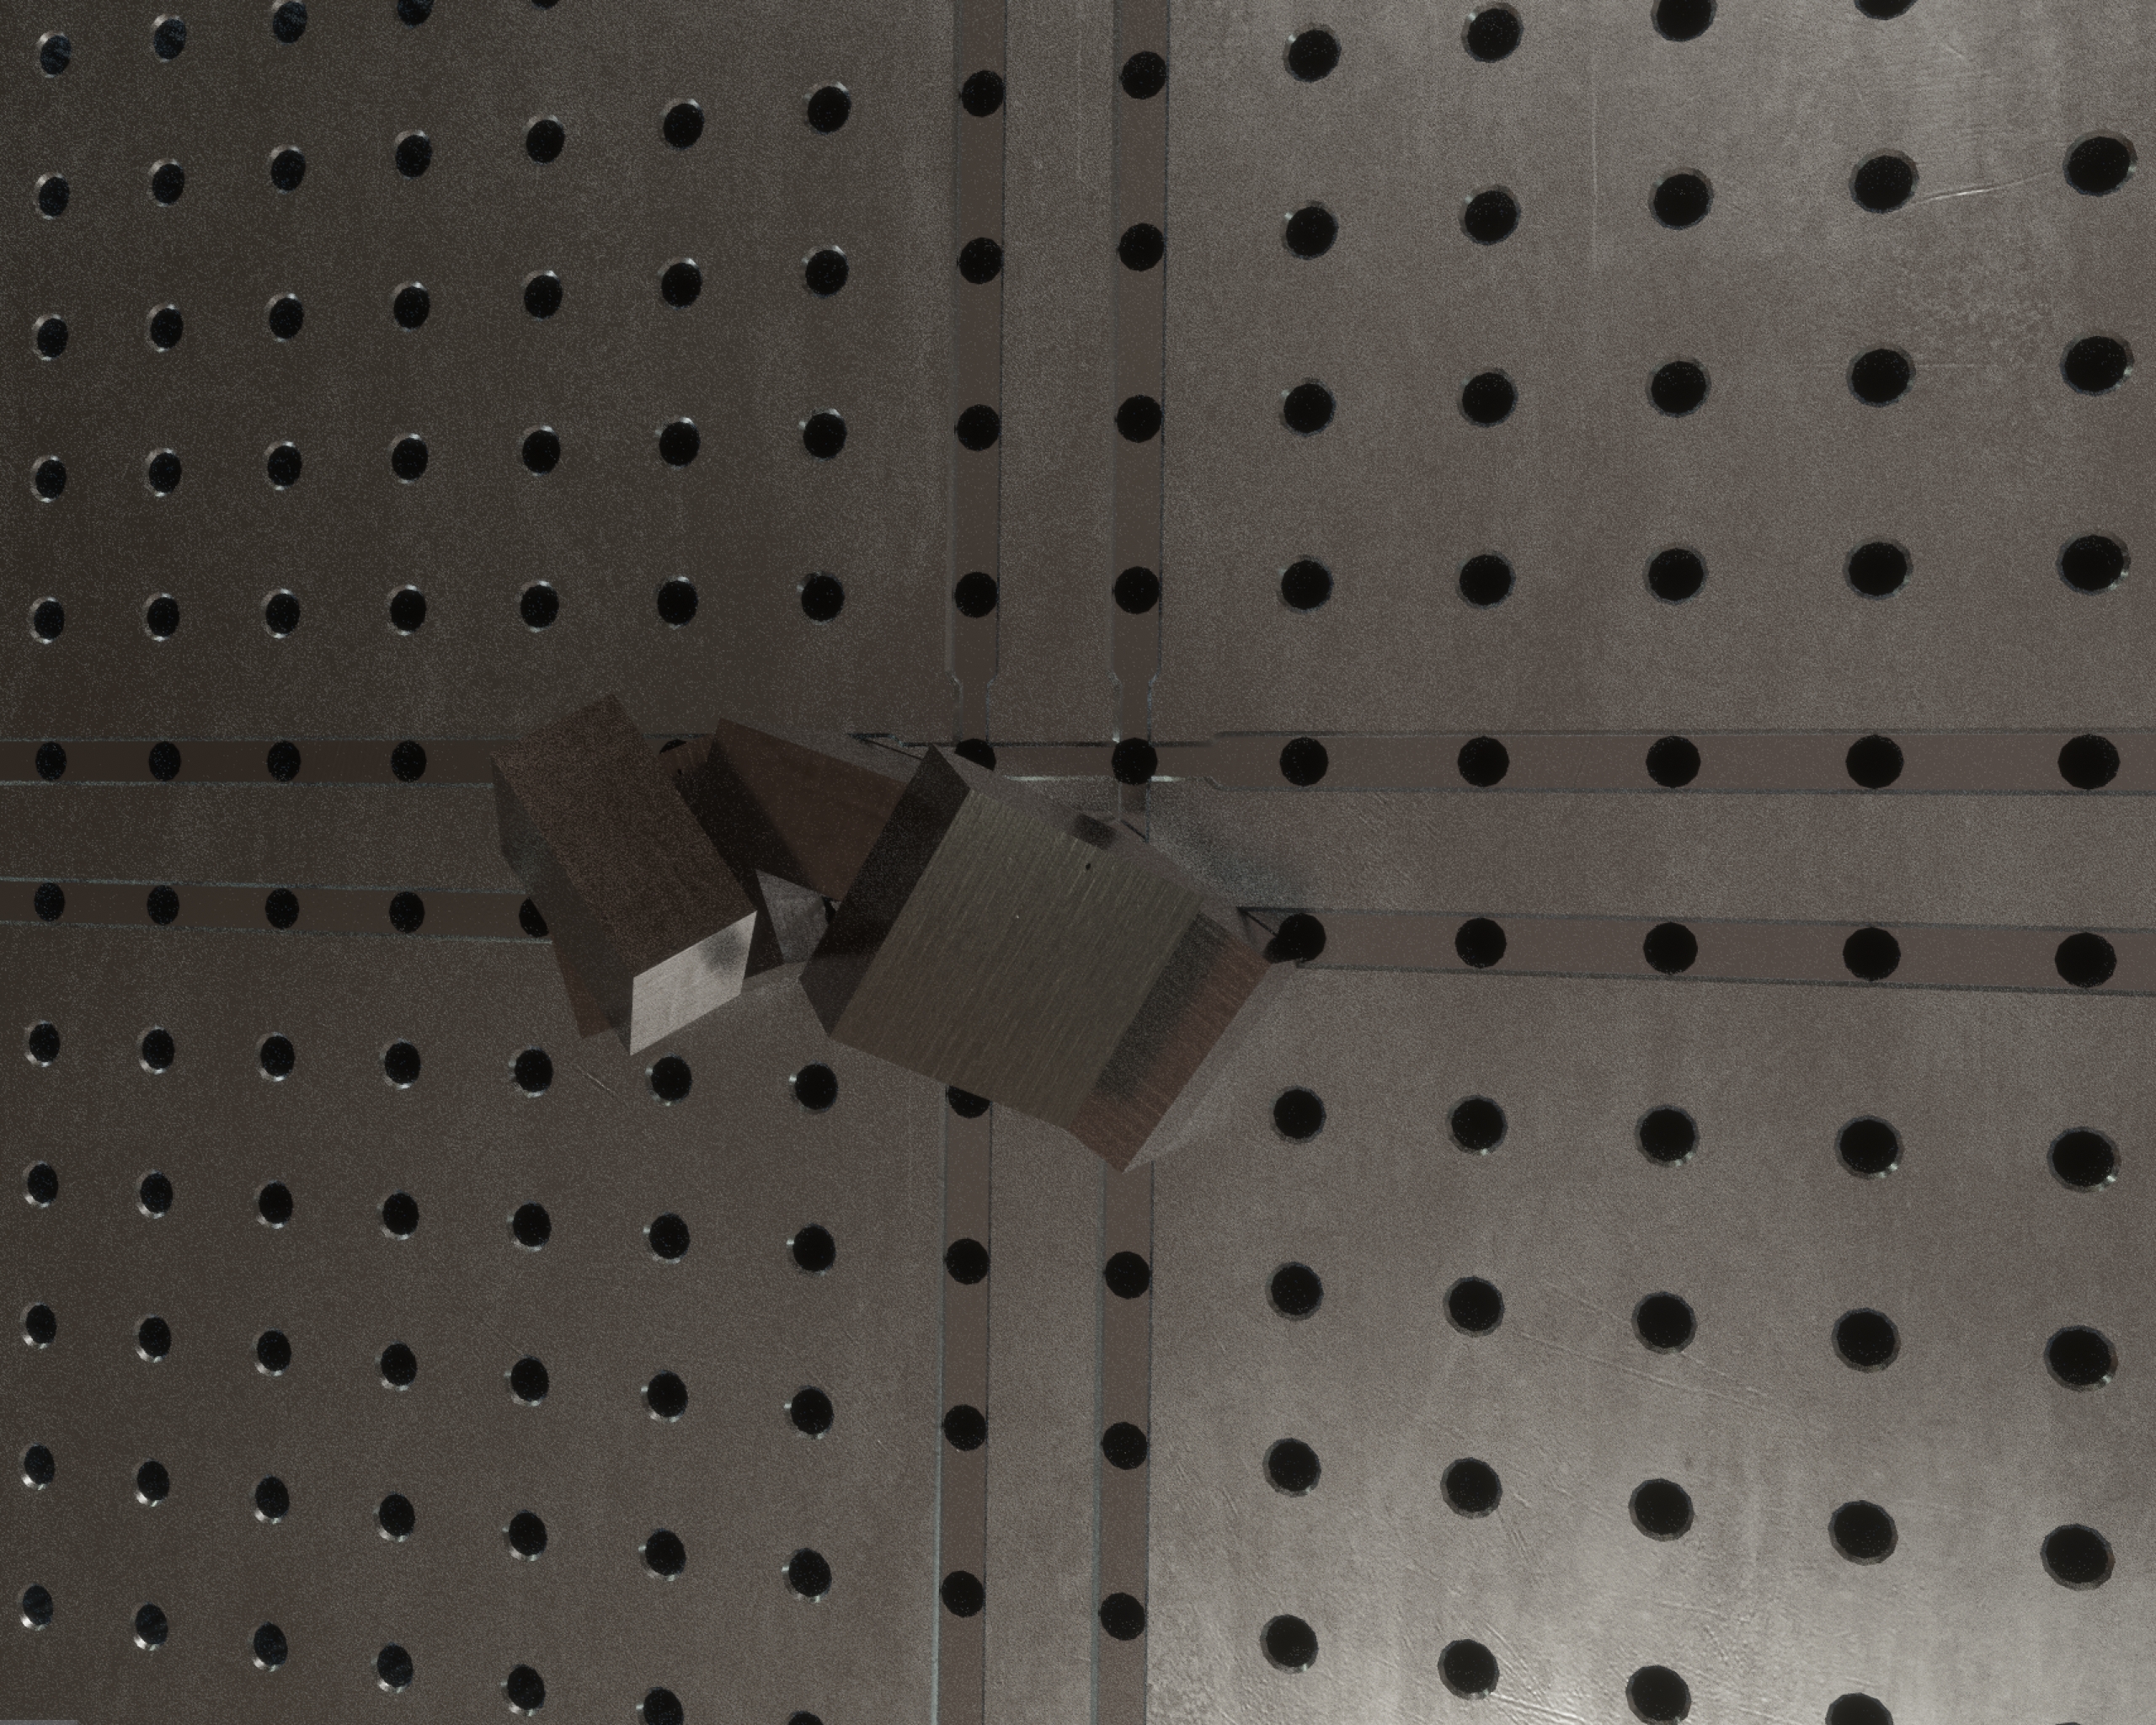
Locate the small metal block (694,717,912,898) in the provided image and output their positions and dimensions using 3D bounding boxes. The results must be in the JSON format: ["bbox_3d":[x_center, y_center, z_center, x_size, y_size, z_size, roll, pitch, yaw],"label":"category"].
[{"bbox_3d":[-0.041,-0.008,0.413,0.050,0.050,0.025,20,97,18],"label":"small metal block"}]

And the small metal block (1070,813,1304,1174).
[{"bbox_3d":[0.007,0.024,0.409,0.050,0.025,0.050,37,102,16],"label":"small metal block"}]

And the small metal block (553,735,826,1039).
[{"bbox_3d":[-0.085,0.005,0.441,0.050,0.025,0.050,-20,83,18],"label":"small metal block"}]

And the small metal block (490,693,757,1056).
[{"bbox_3d":[-0.087,0.003,0.399,0.025,0.050,0.050,-30,78,-22],"label":"small metal block"}]

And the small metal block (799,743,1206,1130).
[{"bbox_3d":[-0.014,0.014,0.375,0.050,0.025,0.050,25,101,-27],"label":"small metal block"}]
